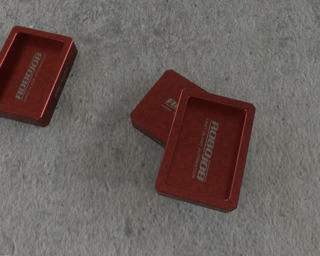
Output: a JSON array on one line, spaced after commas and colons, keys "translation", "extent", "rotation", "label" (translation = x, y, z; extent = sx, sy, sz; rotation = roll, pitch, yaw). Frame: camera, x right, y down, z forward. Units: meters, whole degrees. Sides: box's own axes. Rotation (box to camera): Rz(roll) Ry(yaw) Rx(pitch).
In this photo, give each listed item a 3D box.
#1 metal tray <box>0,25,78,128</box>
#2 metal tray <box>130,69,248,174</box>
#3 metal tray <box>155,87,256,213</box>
[{"translation": [-0.180, -0.073, 0.429], "extent": [0.090, 0.030, 0.130], "rotation": [13, 70, 4], "label": "metal tray"}, {"translation": [0.038, -0.008, 0.409], "extent": [0.130, 0.030, 0.090], "rotation": [34, 73, 11], "label": "metal tray"}, {"translation": [0.054, 0.024, 0.364], "extent": [0.090, 0.030, 0.130], "rotation": [15, 71, 5], "label": "metal tray"}]
